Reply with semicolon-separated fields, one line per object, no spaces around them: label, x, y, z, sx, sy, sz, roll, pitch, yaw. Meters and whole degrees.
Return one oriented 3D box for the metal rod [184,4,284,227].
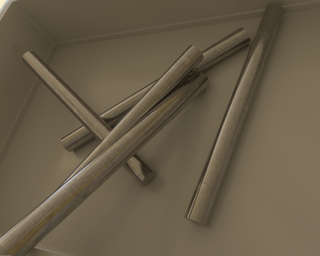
metal rod;0.096;-0.030;0.373;0.025;0.025;0.300;12;68;33

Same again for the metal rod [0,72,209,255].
metal rod;-0.036;0.019;0.333;0.025;0.025;0.302;18;46;35

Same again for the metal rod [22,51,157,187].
metal rod;-0.114;-0.026;0.443;0.025;0.025;0.300;-47;63;-4

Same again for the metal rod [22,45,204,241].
metal rod;-0.050;0.011;0.380;0.025;0.025;0.300;33;76;38

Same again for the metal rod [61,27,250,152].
metal rod;-0.012;-0.051;0.442;0.300;0.025;0.025;-31;52;8
